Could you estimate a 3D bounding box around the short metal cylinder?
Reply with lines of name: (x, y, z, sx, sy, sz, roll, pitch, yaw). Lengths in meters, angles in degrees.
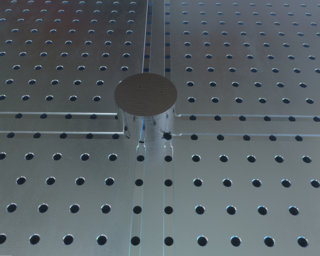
short metal cylinder: (-0.018, -0.028, 0.415, 0.081, 0.050, 0.080, 0, 50, 0)
